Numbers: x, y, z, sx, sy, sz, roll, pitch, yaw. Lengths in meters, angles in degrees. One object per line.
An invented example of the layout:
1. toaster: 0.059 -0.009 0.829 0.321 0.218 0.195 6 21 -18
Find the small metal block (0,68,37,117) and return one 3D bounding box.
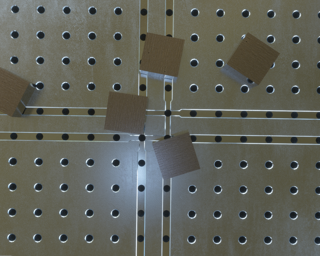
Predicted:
1. small metal block: -0.202 -0.048 0.411 0.050 0.025 0.050 27 90 -1

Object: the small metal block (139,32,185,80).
1. small metal block: 0.003 -0.095 0.413 0.050 0.025 0.050 11 90 -1

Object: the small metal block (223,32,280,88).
1. small metal block: 0.121 -0.090 0.415 0.050 0.025 0.050 34 90 -1

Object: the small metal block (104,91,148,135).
1. small metal block: -0.044 -0.019 0.413 0.050 0.025 0.050 8 90 -1

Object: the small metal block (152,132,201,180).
1. small metal block: 0.021 0.037 0.414 0.050 0.025 0.050 -17 90 -1
